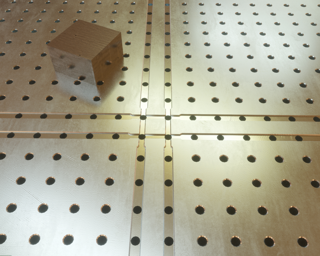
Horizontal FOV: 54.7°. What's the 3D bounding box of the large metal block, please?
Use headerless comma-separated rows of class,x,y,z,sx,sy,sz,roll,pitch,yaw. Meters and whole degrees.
large metal block,-0.115,-0.121,0.492,0.080,0.050,0.080,21,53,16
